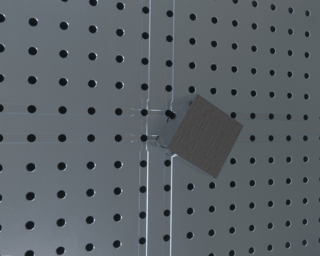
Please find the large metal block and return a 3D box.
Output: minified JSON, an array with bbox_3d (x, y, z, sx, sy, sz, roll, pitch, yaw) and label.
[{"bbox_3d":[0.052,0.011,0.418,0.080,0.050,0.080,32,80,-17],"label":"large metal block"}]
